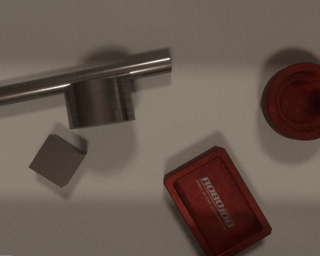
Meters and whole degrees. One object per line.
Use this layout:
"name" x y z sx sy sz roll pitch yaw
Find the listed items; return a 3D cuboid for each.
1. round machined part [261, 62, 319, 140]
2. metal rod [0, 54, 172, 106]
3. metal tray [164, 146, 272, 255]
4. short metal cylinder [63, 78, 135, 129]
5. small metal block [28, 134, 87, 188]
"round machined part" 0.182 -0.033 0.405 0.099 0.042 0.097 0 90 -1
"metal rod" -0.135 -0.057 0.409 0.302 0.025 0.025 -11 90 -1
"metal tray" 0.074 0.100 0.409 0.090 0.030 0.130 -30 90 -1
"short metal cylinder" -0.074 -0.029 0.383 0.081 0.080 0.050 -9 90 0
"small metal block" -0.134 0.043 0.410 0.050 0.025 0.050 32 90 -1
